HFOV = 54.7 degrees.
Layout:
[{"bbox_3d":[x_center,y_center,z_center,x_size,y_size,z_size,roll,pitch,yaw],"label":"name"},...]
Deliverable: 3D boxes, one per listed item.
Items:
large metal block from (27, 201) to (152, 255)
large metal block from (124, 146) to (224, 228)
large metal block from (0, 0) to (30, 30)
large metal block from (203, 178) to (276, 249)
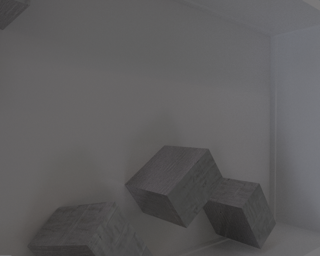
[{"bbox_3d":[-0.066,0.123,0.307,0.080,0.080,0.050,61,34,-22],"label":"large metal block"},{"bbox_3d":[0.018,0.068,0.386,0.080,0.080,0.050,-43,116,-31],"label":"large metal block"},{"bbox_3d":[-0.154,-0.121,0.241,0.081,0.080,0.050,5,87,-40],"label":"large metal block"},{"bbox_3d":[0.116,0.125,0.468,0.050,0.080,0.080,-42,116,-32],"label":"large metal block"}]
